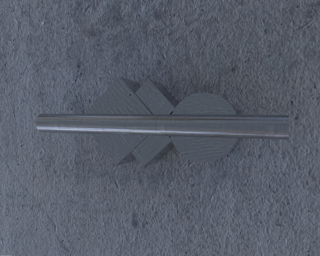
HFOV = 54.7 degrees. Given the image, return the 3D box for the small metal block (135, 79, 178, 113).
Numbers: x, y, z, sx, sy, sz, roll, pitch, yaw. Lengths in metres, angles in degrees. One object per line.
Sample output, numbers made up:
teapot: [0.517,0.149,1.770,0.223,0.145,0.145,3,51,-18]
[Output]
small metal block: [0.002,-0.033,0.397,0.025,0.050,0.050,-44,77,15]

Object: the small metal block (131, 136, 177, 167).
small metal block: [-0.002,0.022,0.399,0.050,0.050,0.025,-44,77,15]

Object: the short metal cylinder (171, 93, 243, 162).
short metal cylinder: [0.057,-0.001,0.376,0.080,0.050,0.080,0,90,20]

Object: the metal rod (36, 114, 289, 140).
metal rod: [-0.014,-0.004,0.360,0.301,0.025,0.025,1,91,19]

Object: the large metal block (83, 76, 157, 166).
large metal block: [-0.045,-0.009,0.411,0.080,0.050,0.080,-44,77,14]
